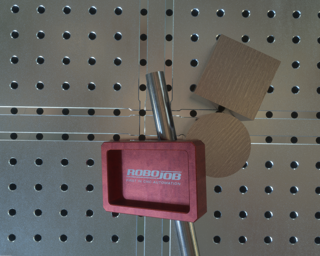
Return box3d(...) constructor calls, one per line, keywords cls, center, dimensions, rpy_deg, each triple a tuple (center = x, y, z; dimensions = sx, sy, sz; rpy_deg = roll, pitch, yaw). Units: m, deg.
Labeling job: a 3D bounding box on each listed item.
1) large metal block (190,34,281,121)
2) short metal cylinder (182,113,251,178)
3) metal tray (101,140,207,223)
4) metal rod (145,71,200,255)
box3d(cls="large metal block", center=(0.095, -0.062, 0.402), dimensions=(0.080, 0.050, 0.080), rpy_deg=(25, 90, -1))
box3d(cls="short metal cylinder", center=(0.071, 0.021, 0.402), dimensions=(0.081, 0.050, 0.079), rpy_deg=(0, 90, -1))
box3d(cls="metal tray", center=(-0.010, 0.061, 0.381), dimensions=(0.130, 0.030, 0.089), rpy_deg=(-2, 90, 28))
box3d(cls="metal rod", center=(0.022, 0.074, 0.413), dimensions=(0.025, 0.025, 0.298), rpy_deg=(-11, 90, 0))
